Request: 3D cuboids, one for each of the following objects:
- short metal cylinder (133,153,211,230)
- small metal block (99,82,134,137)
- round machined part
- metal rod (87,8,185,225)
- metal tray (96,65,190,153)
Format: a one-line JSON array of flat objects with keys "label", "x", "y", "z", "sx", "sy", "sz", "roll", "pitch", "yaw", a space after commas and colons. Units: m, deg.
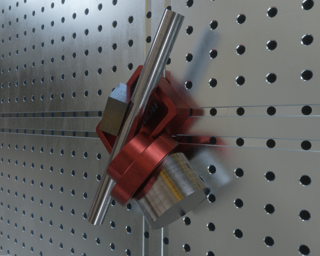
[{"label": "short metal cylinder", "x": 0.011, "y": 0.074, "z": 0.361, "sx": 0.080, "sy": 0.081, "sz": 0.050, "roll": -51, "pitch": 61, "yaw": 28}, {"label": "small metal block", "x": -0.054, "y": -0.025, "z": 0.407, "sx": 0.025, "sy": 0.050, "sz": 0.050, "roll": 22, "pitch": 119, "yaw": -1}, {"label": "round machined part", "x": -0.025, "y": 0.042, "z": 0.367, "sx": 0.042, "sy": 0.098, "sz": 0.097, "roll": 41, "pitch": 116, "yaw": 8}, {"label": "metal rod", "x": -0.038, "y": -0.001, "z": 0.399, "sx": 0.025, "sy": 0.025, "sz": 0.298, "roll": 35, "pitch": 111, "yaw": 34}, {"label": "metal tray", "x": -0.029, "y": -0.009, "z": 0.427, "sx": 0.129, "sy": 0.030, "sz": 0.090, "roll": -50, "pitch": 61, "yaw": 28}]
